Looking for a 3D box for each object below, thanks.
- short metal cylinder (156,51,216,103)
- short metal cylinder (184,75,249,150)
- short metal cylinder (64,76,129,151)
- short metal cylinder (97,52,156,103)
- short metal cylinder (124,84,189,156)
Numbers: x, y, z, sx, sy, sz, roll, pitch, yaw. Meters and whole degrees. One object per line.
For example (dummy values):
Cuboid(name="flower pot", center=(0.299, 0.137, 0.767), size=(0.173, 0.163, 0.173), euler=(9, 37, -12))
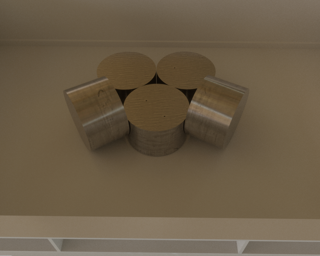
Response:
Cuboid(name="short metal cylinder", center=(0.035, -0.064, 0.441), size=(0.080, 0.050, 0.080), euler=(0, 50, 0))
Cuboid(name="short metal cylinder", center=(0.071, -0.020, 0.384), size=(0.050, 0.080, 0.080), euler=(23, 54, 18))
Cuboid(name="short metal cylinder", center=(-0.079, -0.018, 0.382), size=(0.050, 0.080, 0.080), euler=(-24, 54, -19))
Cuboid(name="short metal cylinder", center=(-0.045, -0.064, 0.440), size=(0.080, 0.050, 0.080), euler=(0, 50, 0))
Cuboid(name="short metal cylinder", center=(-0.004, -0.011, 0.396), size=(0.080, 0.050, 0.080), euler=(0, 50, 0))
